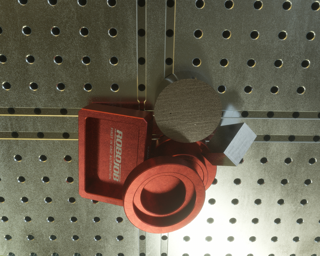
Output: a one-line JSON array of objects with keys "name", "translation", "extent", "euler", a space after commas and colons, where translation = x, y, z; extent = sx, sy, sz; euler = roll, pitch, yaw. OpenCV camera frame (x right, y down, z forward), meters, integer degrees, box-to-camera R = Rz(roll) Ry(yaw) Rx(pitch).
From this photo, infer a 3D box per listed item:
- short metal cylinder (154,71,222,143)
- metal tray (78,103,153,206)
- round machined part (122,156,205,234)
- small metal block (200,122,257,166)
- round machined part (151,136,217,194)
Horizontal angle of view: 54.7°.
[{"name": "short metal cylinder", "translation": [0.033, -0.028, 0.390], "extent": [0.081, 0.050, 0.079], "euler": [0, 110, -1]}, {"name": "metal tray", "translation": [-0.060, 0.038, 0.412], "extent": [0.090, 0.030, 0.129], "euler": [9, 110, 11]}, {"name": "round machined part", "translation": [0.003, 0.077, 0.382], "extent": [0.099, 0.042, 0.097], "euler": [-4, 112, -10]}, {"name": "small metal block", "translation": [0.088, 0.022, 0.399], "extent": [0.025, 0.050, 0.050], "euler": [45, 69, -15]}, {"name": "round machined part", "translation": [0.029, 0.058, 0.425], "extent": [0.099, 0.042, 0.097], "euler": [0, 110, -1]}]
